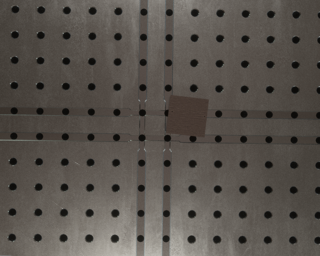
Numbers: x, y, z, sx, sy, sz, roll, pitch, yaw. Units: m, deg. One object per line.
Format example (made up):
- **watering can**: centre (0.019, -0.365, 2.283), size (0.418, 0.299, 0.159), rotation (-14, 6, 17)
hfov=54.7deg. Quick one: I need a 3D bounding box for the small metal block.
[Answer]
- **small metal block**: centre (0.036, -0.015, 0.414), size (0.050, 0.025, 0.050), rotation (7, 90, -1)
